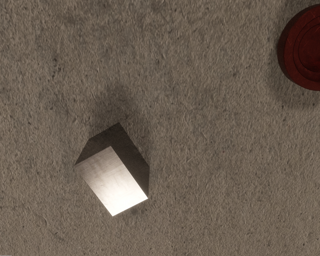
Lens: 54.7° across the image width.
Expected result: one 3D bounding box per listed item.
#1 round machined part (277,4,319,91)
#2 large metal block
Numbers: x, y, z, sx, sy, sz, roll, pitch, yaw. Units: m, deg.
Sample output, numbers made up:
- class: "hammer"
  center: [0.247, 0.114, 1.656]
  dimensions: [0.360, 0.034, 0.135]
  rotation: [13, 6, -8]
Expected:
- class: "round machined part"
  center: [0.188, -0.096, 0.368]
  dimensions: [0.099, 0.042, 0.097]
  rotation: [0, 110, -1]
- class: "large metal block"
  center: [-0.056, 0.050, 0.398]
  dimensions: [0.050, 0.080, 0.080]
  rotation: [-29, 108, 10]
